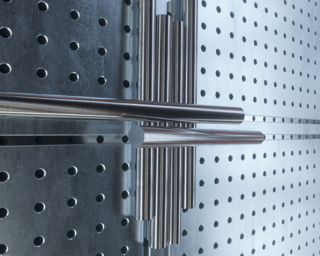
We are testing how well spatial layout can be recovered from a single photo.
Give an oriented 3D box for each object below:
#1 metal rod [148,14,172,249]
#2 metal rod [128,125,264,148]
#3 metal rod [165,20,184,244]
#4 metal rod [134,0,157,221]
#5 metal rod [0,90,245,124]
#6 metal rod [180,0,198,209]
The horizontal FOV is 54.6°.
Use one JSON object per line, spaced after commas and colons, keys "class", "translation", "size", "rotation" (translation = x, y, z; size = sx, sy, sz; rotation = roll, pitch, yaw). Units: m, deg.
{"class": "metal rod", "translation": [0.000, 0.004, 0.407], "size": [0.025, 0.025, 0.298], "rotation": [2, 89, -40]}
{"class": "metal rod", "translation": [0.075, 0.013, 0.444], "size": [0.302, 0.025, 0.025], "rotation": [2, 89, -48]}
{"class": "metal rod", "translation": [0.019, 0.005, 0.425], "size": [0.025, 0.025, 0.298], "rotation": [1, 89, -40]}
{"class": "metal rod", "translation": [-0.019, -0.036, 0.391], "size": [0.025, 0.025, 0.298], "rotation": [1, 89, -40]}
{"class": "metal rod", "translation": [-0.019, -0.020, 0.362], "size": [0.302, 0.025, 0.025], "rotation": [1, 90, -31]}
{"class": "metal rod", "translation": [0.040, -0.038, 0.440], "size": [0.025, 0.025, 0.298], "rotation": [1, 89, -40]}
